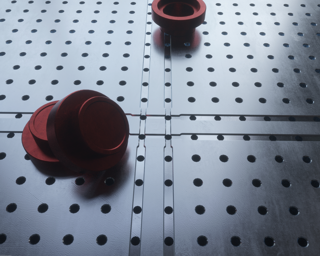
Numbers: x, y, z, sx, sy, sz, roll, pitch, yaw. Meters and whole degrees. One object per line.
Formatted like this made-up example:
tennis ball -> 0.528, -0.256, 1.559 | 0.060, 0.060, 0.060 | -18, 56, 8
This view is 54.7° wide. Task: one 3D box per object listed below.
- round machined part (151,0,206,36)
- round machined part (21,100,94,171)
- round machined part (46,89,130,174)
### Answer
round machined part -> 0.034, -0.206, 0.570 | 0.099, 0.042, 0.098 | 0, 50, 0
round machined part -> -0.125, 0.002, 0.393 | 0.099, 0.042, 0.098 | 1, 50, 0
round machined part -> -0.075, 0.001, 0.357 | 0.042, 0.098, 0.098 | -19, 35, 43
